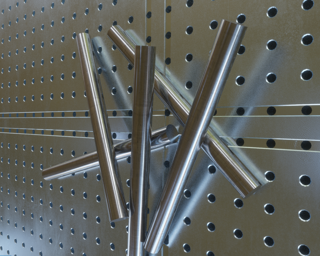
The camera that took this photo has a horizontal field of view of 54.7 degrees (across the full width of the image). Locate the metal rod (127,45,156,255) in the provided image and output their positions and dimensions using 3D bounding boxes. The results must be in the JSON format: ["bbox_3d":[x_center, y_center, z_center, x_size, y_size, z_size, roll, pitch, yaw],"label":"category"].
[{"bbox_3d":[-0.025,0.048,0.400,0.025,0.025,0.298,15,108,39],"label":"metal rod"}]

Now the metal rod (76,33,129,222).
[{"bbox_3d":[-0.089,-0.015,0.455,0.025,0.025,0.299,-32,63,35],"label":"metal rod"}]

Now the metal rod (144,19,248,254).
[{"bbox_3d":[0.030,0.030,0.353,0.025,0.025,0.298,36,121,34],"label":"metal rod"}]

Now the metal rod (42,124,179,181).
[{"bbox_3d":[-0.096,0.046,0.485,0.299,0.025,0.025,-19,78,38],"label":"metal rod"}]

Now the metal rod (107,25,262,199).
[{"bbox_3d":[0.015,-0.037,0.394,0.300,0.025,0.025,52,120,27],"label":"metal rod"}]
